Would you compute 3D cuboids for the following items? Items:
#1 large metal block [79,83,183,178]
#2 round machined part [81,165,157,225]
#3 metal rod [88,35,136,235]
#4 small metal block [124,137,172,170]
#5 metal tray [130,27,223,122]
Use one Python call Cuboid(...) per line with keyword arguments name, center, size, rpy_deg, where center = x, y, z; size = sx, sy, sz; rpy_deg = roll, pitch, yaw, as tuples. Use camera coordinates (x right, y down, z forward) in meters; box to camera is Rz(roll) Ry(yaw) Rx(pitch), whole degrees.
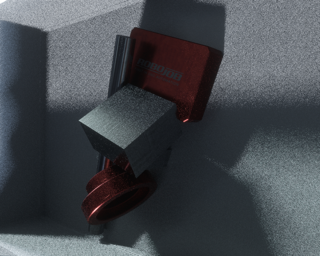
Cuboid(name="large metal block", center=(-0.033, 0.000, 0.368), size=(0.080, 0.080, 0.050), rpy_deg=(27, 148, 36))
Cuboid(name="round machined part", center=(-0.056, 0.081, 0.404), size=(0.098, 0.099, 0.042), rpy_deg=(-48, 62, 29))
Cuboid(name="metal rod", center=(-0.071, 0.023, 0.436), size=(0.025, 0.025, 0.298), rpy_deg=(28, 115, 36))
Cuboid(name="small metal block", center=(-0.022, 0.031, 0.406), size=(0.050, 0.050, 0.025), rpy_deg=(28, 108, 36))
Cuboid(name="metal tray", center=(0.006, -0.071, 0.397), size=(0.130, 0.030, 0.089), rpy_deg=(27, 107, 36))
